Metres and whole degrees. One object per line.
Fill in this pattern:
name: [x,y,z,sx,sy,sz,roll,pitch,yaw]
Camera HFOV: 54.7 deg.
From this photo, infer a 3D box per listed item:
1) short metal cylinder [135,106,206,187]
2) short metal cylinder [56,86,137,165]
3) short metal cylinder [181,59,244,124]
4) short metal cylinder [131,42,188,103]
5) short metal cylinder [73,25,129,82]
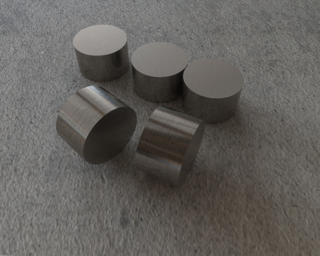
short metal cylinder: [0.013,0.020,0.351,0.050,0.080,0.080,20,53,16]
short metal cylinder: [-0.074,-0.003,0.369,0.050,0.080,0.080,36,59,26]
short metal cylinder: [0.071,-0.052,0.431,0.081,0.050,0.080,0,50,0]
short metal cylinder: [0.000,-0.082,0.456,0.081,0.050,0.080,0,50,0]
short metal cylinder: [-0.090,-0.118,0.485,0.081,0.050,0.080,0,50,0]
